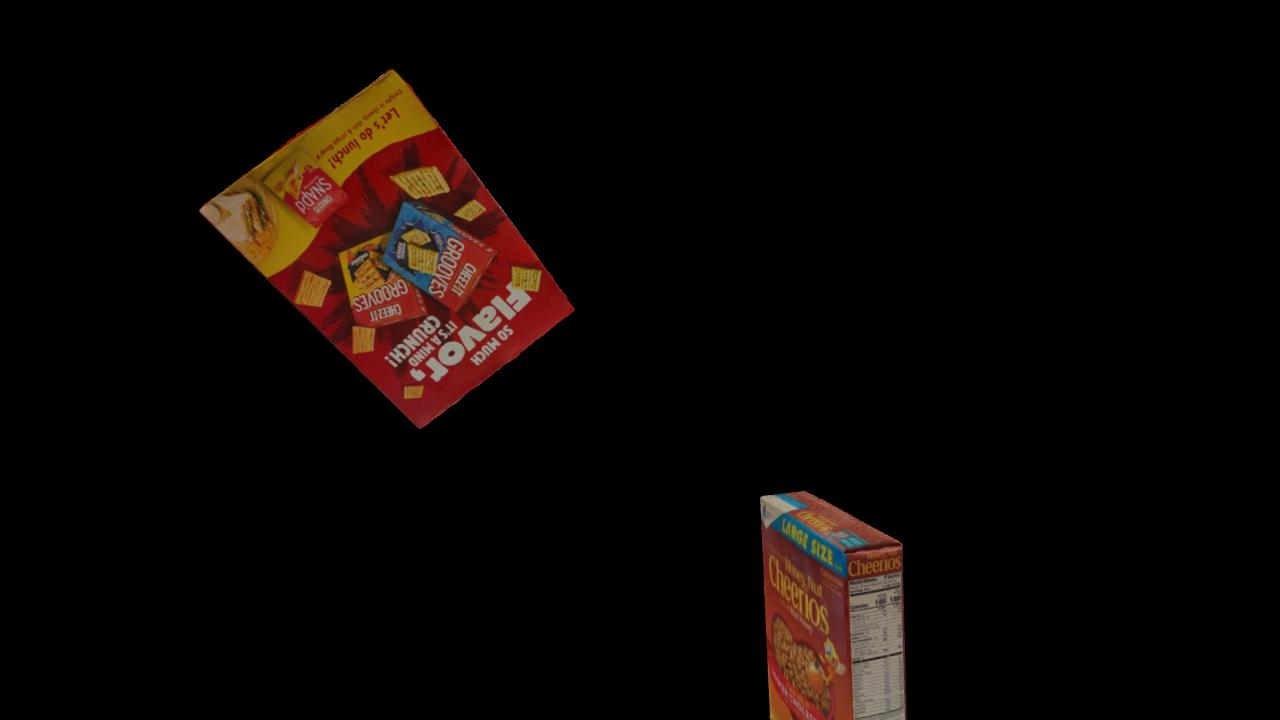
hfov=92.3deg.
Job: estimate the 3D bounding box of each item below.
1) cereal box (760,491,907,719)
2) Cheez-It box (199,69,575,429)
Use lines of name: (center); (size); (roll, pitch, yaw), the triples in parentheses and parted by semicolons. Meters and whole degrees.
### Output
cereal box: (0.217, 0.326, 0.716); (0.081, 0.306, 0.203); (-5, 5, -13)
Cheez-It box: (-0.183, -0.080, 0.487); (0.166, 0.223, 0.071); (-38, 27, -3)
